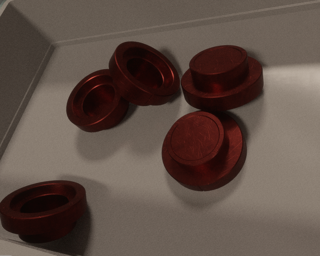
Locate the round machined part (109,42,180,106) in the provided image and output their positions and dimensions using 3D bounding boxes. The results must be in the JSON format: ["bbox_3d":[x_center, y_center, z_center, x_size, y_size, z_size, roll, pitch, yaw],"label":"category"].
[{"bbox_3d":[-0.025,-0.069,0.425,0.042,0.099,0.098,-48,41,41],"label":"round machined part"}]

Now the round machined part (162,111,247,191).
[{"bbox_3d":[0.046,0.020,0.358,0.098,0.042,0.098,-13,56,20],"label":"round machined part"}]

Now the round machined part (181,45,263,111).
[{"bbox_3d":[0.073,-0.066,0.376,0.098,0.042,0.098,-12,37,9],"label":"round machined part"}]

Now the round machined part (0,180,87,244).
[{"bbox_3d":[-0.140,0.104,0.380,0.098,0.099,0.042,7,107,31],"label":"round machined part"}]

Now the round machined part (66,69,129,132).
[{"bbox_3d":[-0.086,-0.036,0.460,0.098,0.042,0.098,-13,56,20],"label":"round machined part"}]
